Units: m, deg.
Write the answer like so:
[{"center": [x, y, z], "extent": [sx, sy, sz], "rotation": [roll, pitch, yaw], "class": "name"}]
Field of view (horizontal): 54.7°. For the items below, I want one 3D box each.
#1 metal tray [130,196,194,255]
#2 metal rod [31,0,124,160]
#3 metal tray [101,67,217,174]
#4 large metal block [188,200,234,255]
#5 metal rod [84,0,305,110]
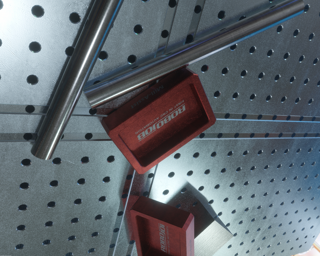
[{"center": [0.006, 0.172, 0.481], "extent": [0.030, 0.090, 0.129], "rotation": [-48, 143, -46], "class": "metal tray"}, {"center": [-0.066, -0.097, 0.315], "extent": [0.025, 0.025, 0.298], "rotation": [18, 109, -36], "class": "metal rod"}, {"center": [0.003, -0.008, 0.405], "extent": [0.130, 0.030, 0.090], "rotation": [-35, 129, -6], "class": "metal tray"}, {"center": [0.072, 0.189, 0.554], "extent": [0.080, 0.050, 0.080], "rotation": [-43, 130, 1], "class": "large metal block"}, {"center": [0.051, -0.097, 0.380], "extent": [0.302, 0.025, 0.025], "rotation": [-26, 128, -12], "class": "metal rod"}]
